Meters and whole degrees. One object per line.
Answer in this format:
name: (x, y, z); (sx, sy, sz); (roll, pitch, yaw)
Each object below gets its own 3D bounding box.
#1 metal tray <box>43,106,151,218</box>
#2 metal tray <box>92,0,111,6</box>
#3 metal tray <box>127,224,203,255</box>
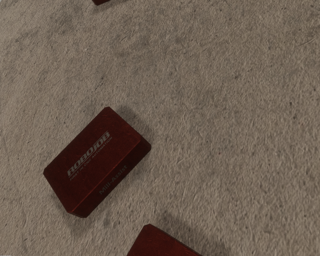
metal tray: (-0.086, 0.043, 0.418); (0.130, 0.030, 0.090); (-46, 52, -5)
metal tray: (-0.081, -0.311, 0.631); (0.130, 0.030, 0.090); (-13, 56, 20)
metal tray: (-0.007, 0.173, 0.298); (0.090, 0.030, 0.130); (21, 73, 35)
